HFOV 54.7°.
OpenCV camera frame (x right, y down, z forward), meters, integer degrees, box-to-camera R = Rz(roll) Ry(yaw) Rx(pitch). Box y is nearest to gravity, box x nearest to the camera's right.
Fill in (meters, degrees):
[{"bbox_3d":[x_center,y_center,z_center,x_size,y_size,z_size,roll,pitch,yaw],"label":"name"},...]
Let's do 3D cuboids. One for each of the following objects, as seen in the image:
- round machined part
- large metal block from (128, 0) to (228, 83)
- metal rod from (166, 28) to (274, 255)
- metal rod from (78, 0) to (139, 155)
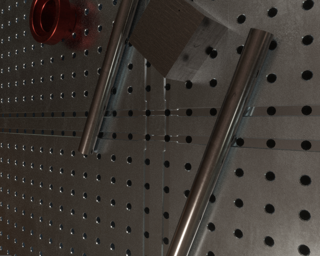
[{"bbox_3d":[-0.187,-0.196,0.549,0.098,0.042,0.097,0,90,39],"label":"round machined part"},{"bbox_3d":[0.019,-0.113,0.376,0.080,0.050,0.080,49,119,28],"label":"large metal block"},{"bbox_3d":[0.061,0.038,0.357,0.025,0.025,0.298,29,108,36],"label":"metal rod"},{"bbox_3d":[-0.073,-0.097,0.467,0.025,0.025,0.298,31,109,35],"label":"metal rod"}]
